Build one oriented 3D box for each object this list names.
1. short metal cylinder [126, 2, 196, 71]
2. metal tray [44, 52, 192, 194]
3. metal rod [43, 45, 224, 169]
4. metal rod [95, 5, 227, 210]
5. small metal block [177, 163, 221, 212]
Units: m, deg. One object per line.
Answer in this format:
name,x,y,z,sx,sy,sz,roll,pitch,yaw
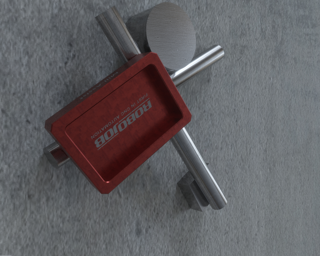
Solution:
short metal cylinder,-0.001,-0.110,0.390,0.081,0.050,0.079,0,90,-40
metal tray,-0.037,-0.007,0.323,0.131,0.030,0.090,-41,115,-20
metal rod,-0.011,-0.044,0.399,0.302,0.025,0.025,-37,113,-34
metal rod,0.014,-0.007,0.388,0.025,0.025,0.299,-47,118,-30
small metal block,0.059,0.086,0.458,0.050,0.025,0.050,-41,115,-32
